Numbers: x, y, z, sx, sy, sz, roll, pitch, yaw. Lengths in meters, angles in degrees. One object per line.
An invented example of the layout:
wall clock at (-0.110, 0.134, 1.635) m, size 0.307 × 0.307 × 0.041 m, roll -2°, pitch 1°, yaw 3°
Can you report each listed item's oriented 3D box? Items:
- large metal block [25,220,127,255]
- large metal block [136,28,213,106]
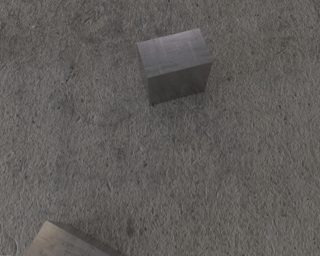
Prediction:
large metal block at (-0.087, 0.141, 0.327) m, size 0.080 × 0.080 × 0.050 m, roll 25°, pitch 72°, yaw 9°
large metal block at (0.017, -0.077, 0.407) m, size 0.081 × 0.080 × 0.050 m, roll -15°, pitch 71°, yaw -6°
